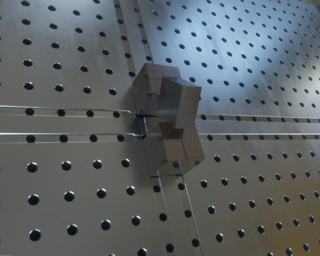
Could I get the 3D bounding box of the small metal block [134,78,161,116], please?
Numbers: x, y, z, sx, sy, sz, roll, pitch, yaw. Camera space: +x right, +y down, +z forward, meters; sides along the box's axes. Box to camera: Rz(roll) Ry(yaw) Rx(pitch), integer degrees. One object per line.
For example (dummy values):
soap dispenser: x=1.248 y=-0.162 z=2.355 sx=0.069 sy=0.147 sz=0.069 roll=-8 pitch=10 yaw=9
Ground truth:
small metal block: x=0.000 y=-0.039 z=0.417 sx=0.050 sy=0.050 sz=0.025 roll=2 pitch=61 yaw=-28

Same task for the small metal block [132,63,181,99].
small metal block: x=-0.005 y=-0.062 z=0.428 sx=0.050 sy=0.050 sz=0.025 roll=2 pitch=61 yaw=-28

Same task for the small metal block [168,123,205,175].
small metal block: x=0.027 y=0.026 z=0.391 sx=0.025 sy=0.050 sz=0.050 roll=1 pitch=61 yaw=-28

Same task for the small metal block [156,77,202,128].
small metal block: x=0.021 y=-0.031 z=0.371 sx=0.025 sy=0.050 sz=0.050 roll=0 pitch=19 yaw=-28

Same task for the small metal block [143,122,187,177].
small metal block: x=0.004 y=0.027 z=0.379 sx=0.025 sy=0.050 sz=0.050 roll=1 pitch=61 yaw=-28
